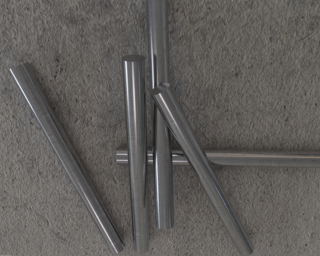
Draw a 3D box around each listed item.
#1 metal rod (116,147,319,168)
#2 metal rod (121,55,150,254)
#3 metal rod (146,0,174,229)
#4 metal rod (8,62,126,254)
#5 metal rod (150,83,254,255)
[{"bbox_3d":[0.093,0.040,0.425,0.302,0.025,0.025,1,110,-1],"label":"metal rod"},{"bbox_3d":[-0.028,0.055,0.402,0.025,0.025,0.298,0,120,0],"label":"metal rod"},{"bbox_3d":[0.001,-0.015,0.384,0.025,0.025,0.298,-2,103,1],"label":"metal rod"},{"bbox_3d":[-0.119,0.054,0.428,0.025,0.025,0.299,-20,109,7],"label":"metal rod"},{"bbox_3d":[0.066,0.072,0.413,0.025,0.025,0.299,-26,117,9],"label":"metal rod"}]
